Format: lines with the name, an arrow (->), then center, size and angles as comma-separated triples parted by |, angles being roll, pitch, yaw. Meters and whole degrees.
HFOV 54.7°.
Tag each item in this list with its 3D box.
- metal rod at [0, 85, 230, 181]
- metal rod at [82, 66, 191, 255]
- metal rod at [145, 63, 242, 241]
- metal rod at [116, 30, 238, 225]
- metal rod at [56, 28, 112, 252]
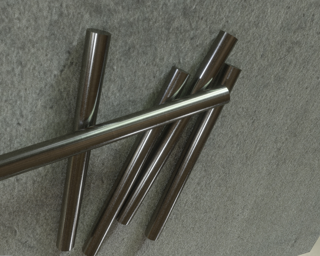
metal rod -> -0.055, 0.004, 0.346 | 0.302, 0.025, 0.025 | -19, 126, -18
metal rod -> -0.039, 0.056, 0.421 | 0.025, 0.025, 0.298 | 15, 110, -35
metal rod -> 0.042, 0.047, 0.460 | 0.025, 0.025, 0.298 | 10, 113, -33
metal rod -> 0.015, 0.010, 0.422 | 0.025, 0.025, 0.298 | 18, 109, -36
metal rod -> -0.097, 0.033, 0.375 | 0.025, 0.025, 0.298 | 1, 118, -29
